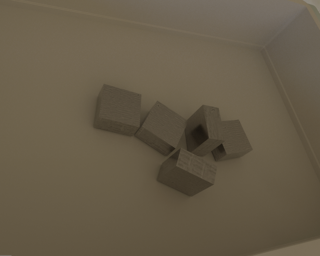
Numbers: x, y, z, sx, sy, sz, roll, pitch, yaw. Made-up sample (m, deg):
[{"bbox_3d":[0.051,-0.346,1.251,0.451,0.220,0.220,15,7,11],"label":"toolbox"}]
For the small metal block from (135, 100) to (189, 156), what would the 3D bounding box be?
[{"bbox_3d":[0.003,0.000,0.405,0.050,0.025,0.050,34,51,-7],"label":"small metal block"}]

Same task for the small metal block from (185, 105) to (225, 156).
[{"bbox_3d":[0.059,0.004,0.418,0.025,0.050,0.050,10,58,-24],"label":"small metal block"}]

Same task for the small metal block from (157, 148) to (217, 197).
[{"bbox_3d":[0.032,0.054,0.372,0.050,0.050,0.025,27,53,-12],"label":"small metal block"}]

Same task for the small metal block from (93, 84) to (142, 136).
[{"bbox_3d":[-0.052,-0.022,0.389,0.050,0.025,0.050,14,56,-21],"label":"small metal block"}]

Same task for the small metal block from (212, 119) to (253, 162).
[{"bbox_3d":[0.098,0.017,0.447,0.050,0.025,0.050,-6,65,-31],"label":"small metal block"}]
